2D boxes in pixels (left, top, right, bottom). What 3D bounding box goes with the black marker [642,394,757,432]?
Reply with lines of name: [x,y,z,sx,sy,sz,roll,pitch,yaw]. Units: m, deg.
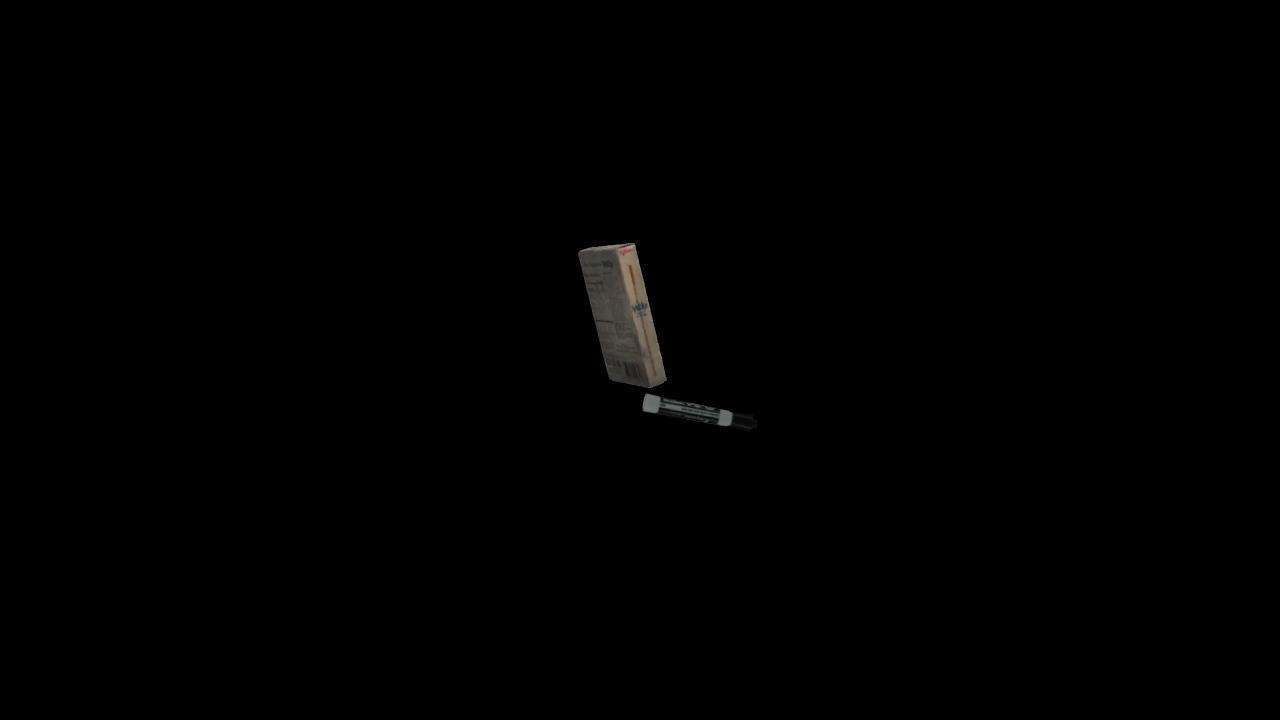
black marker: [0.063,0.055,0.640,0.121,0.020,0.020,11,-1,-5]

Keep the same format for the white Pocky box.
white Pocky box: [-0.021,-0.048,0.671,0.028,0.154,0.084,-23,18,-30]
